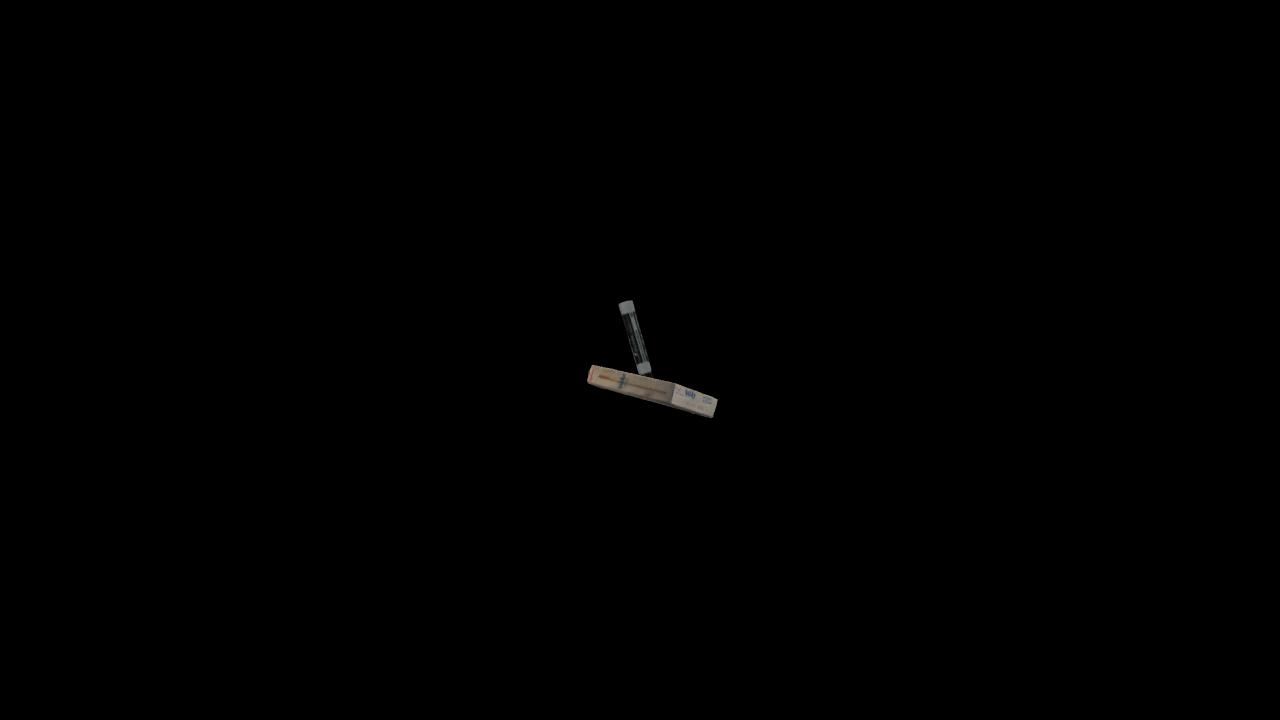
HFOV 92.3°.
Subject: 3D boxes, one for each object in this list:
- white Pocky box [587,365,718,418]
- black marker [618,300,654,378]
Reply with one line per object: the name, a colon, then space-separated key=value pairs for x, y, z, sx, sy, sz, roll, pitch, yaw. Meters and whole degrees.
white Pocky box: x=0.013 y=0.038 z=0.769 sx=0.084 sy=0.028 sz=0.154 roll=20 pitch=-5 yaw=-44
black marker: x=-0.002 y=-0.014 z=0.761 sx=0.020 sy=0.121 sz=0.020 roll=-16 pitch=-4 yaw=-1
